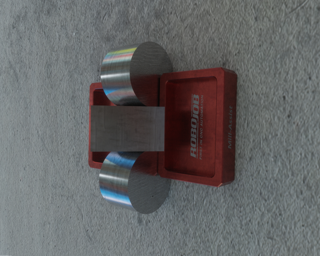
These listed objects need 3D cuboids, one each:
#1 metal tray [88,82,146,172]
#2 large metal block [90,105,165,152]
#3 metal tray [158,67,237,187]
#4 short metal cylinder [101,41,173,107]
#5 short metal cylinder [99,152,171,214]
[{"bbox_3d":[-0.065,-0.003,0.458,0.090,0.030,0.129,2,91,40],"label":"metal tray"},{"bbox_3d":[-0.041,0.000,0.378,0.080,0.081,0.050,-170,81,-80],"label":"large metal block"},{"bbox_3d":[0.043,-0.002,0.369,0.090,0.030,0.129,2,91,40],"label":"metal tray"},{"bbox_3d":[-0.027,-0.066,0.393,0.050,0.081,0.079,3,92,40],"label":"short metal cylinder"},{"bbox_3d":[-0.030,0.064,0.395,0.050,0.081,0.079,3,92,40],"label":"short metal cylinder"}]
